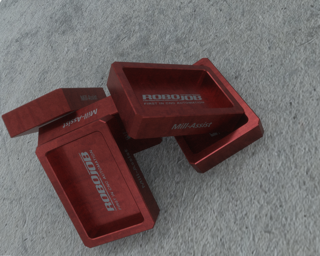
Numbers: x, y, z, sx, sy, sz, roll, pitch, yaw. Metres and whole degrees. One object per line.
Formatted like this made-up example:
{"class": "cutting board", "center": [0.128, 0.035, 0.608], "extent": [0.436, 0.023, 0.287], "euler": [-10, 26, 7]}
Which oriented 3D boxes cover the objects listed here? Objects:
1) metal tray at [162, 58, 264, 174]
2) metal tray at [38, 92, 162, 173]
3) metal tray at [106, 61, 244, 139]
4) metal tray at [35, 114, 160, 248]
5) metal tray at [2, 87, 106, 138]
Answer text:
{"class": "metal tray", "center": [0.053, -0.020, 0.385], "extent": [0.090, 0.030, 0.130], "euler": [-33, 52, 6]}
{"class": "metal tray", "center": [-0.074, 0.010, 0.395], "extent": [0.130, 0.090, 0.030], "euler": [-22, 54, 14]}
{"class": "metal tray", "center": [0.017, -0.034, 0.345], "extent": [0.131, 0.030, 0.090], "euler": [-4, 46, -28]}
{"class": "metal tray", "center": [-0.068, 0.061, 0.346], "extent": [0.090, 0.030, 0.129], "euler": [-23, 98, 15]}
{"class": "metal tray", "center": [-0.136, -0.025, 0.429], "extent": [0.090, 0.130, 0.030], "euler": [-22, 92, 15]}
